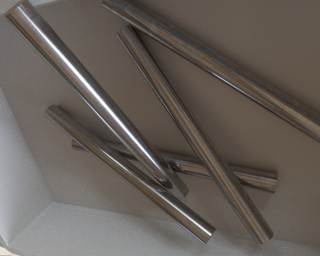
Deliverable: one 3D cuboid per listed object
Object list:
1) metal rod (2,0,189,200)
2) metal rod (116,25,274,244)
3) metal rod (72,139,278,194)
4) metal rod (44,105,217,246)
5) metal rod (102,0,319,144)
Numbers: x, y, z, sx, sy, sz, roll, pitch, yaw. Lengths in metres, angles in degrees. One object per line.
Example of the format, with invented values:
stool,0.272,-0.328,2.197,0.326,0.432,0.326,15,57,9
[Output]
metal rod,-0.046,-0.005,0.344,0.025,0.025,0.300,-10,135,32
metal rod,0.043,0.010,0.369,0.025,0.025,0.299,-32,94,38
metal rod,0.005,0.045,0.434,0.301,0.025,0.025,9,123,23
metal rod,-0.054,0.053,0.429,0.300,0.025,0.025,34,130,21
metal rod,0.067,-0.064,0.333,0.301,0.025,0.025,33,129,6
